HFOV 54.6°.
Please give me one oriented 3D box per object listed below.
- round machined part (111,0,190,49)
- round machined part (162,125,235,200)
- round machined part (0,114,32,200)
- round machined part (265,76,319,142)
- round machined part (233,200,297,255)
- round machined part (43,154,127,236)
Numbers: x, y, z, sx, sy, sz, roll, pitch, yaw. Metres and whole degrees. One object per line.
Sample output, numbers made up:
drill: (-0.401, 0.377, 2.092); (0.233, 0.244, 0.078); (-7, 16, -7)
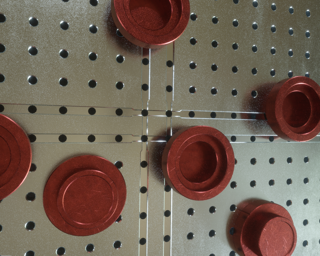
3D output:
round machined part: (-0.015, -0.150, 0.398); (0.099, 0.042, 0.097); (0, 90, -20)
round machined part: (0.048, 0.045, 0.421); (0.099, 0.042, 0.097); (0, 90, -20)
round machined part: (-0.190, 0.030, 0.333); (0.099, 0.042, 0.097); (0, 90, -20)
round machined part: (0.203, -0.028, 0.478); (0.099, 0.042, 0.097); (0, 90, -20)
round machined part: (0.163, 0.161, 0.464); (0.099, 0.042, 0.097); (0, 90, -20)
round machined part: (-0.088, 0.081, 0.371); (0.099, 0.042, 0.097); (0, 90, -20)
